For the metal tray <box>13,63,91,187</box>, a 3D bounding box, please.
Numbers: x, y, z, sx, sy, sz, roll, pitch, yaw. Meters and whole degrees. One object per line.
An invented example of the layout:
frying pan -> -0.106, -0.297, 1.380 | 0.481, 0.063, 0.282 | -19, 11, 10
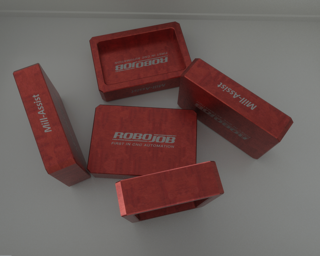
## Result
metal tray -> -0.127, -0.001, 0.372 | 0.030, 0.090, 0.130 | -23, 72, -9

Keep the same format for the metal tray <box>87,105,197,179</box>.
metal tray -> -0.020, 0.020, 0.396 | 0.131, 0.030, 0.090 | 3, 70, 1

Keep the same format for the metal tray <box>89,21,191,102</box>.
metal tray -> -0.026, -0.095, 0.440 | 0.131, 0.030, 0.090 | -12, 71, -5

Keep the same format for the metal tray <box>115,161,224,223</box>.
metal tray -> 0.008, 0.072, 0.325 | 0.091, 0.130, 0.030 | -12, 71, -5

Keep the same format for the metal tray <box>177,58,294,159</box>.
metal tray -> 0.084, -0.020, 0.381 | 0.130, 0.090, 0.030 | 36, 75, 12
